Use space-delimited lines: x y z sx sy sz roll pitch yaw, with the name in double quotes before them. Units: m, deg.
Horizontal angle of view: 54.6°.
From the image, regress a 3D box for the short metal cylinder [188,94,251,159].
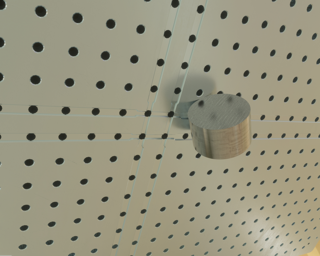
"short metal cylinder" 0.081 -0.003 0.417 0.080 0.080 0.050 -24 127 -14
